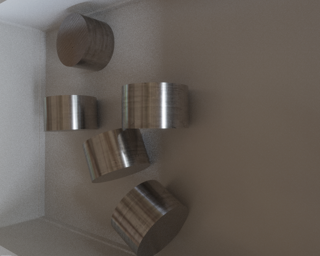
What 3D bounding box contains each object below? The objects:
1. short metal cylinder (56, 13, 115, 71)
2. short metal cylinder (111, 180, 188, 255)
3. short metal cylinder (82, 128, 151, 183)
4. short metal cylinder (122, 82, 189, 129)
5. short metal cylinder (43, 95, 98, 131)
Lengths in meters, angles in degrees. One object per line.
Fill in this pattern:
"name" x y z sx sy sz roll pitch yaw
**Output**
"short metal cylinder" -0.117 -0.132 0.484 0.080 0.050 0.079 0 90 39
"short metal cylinder" -0.012 0.111 0.379 0.050 0.081 0.079 38 113 33
"short metal cylinder" -0.058 0.038 0.417 0.080 0.081 0.050 -29 72 36
"short metal cylinder" -0.006 -0.024 0.374 0.080 0.081 0.050 0 90 39
"short metal cylinder" -0.139 -0.021 0.483 0.080 0.081 0.050 -4 88 39
